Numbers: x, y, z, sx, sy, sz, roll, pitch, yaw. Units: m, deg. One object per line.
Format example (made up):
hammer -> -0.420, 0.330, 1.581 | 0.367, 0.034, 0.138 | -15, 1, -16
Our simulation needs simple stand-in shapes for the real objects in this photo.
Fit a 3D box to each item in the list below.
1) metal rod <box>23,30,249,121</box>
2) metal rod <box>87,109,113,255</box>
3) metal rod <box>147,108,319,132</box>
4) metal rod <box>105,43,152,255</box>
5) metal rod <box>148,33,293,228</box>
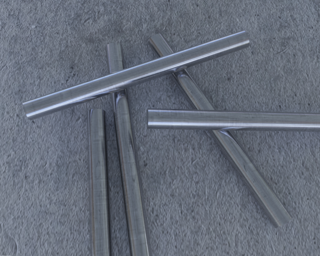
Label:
metal rod -> -0.025, -0.072, 0.406 | 0.302, 0.025, 0.025 | -20, 71, -7
metal rod -> -0.070, 0.119, 0.363 | 0.025, 0.025, 0.299 | -6, 70, -2
metal rod -> 0.135, -0.009, 0.392 | 0.302, 0.025, 0.025 | 1, 70, -8
metal rod -> -0.043, 0.022, 0.399 | 0.025, 0.025, 0.299 | -9, 70, -3
metal rod -> 0.070, -0.009, 0.411 | 0.025, 0.025, 0.299 | -29, 73, -10
